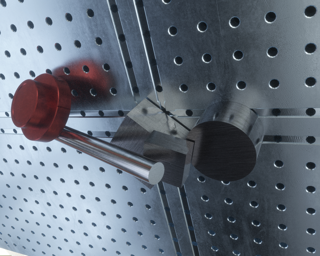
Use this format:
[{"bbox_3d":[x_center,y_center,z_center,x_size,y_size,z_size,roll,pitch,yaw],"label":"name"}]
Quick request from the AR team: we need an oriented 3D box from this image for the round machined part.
[{"bbox_3d":[-0.172,-0.031,0.435,0.098,0.042,0.098,-9,74,37],"label":"round machined part"}]

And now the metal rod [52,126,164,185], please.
[{"bbox_3d":[-0.115,0.015,0.423,0.300,0.025,0.025,16,127,39],"label":"metal rod"}]

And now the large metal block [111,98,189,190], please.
[{"bbox_3d":[-0.016,0.022,0.413,0.080,0.050,0.080,37,129,2],"label":"large metal block"}]

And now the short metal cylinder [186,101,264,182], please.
[{"bbox_3d":[0.076,0.015,0.363,0.080,0.050,0.079,13,124,20],"label":"short metal cylinder"}]

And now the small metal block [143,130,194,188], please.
[{"bbox_3d":[0.009,0.036,0.360,0.050,0.025,0.050,17,125,18],"label":"small metal block"}]
